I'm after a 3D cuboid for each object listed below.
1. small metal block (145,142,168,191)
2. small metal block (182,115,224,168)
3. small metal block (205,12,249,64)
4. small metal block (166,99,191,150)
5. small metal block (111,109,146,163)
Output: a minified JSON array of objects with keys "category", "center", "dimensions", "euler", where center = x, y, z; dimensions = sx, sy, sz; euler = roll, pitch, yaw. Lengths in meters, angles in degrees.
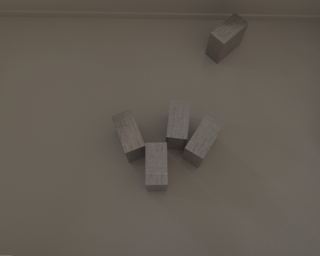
[{"category":"small metal block","center":[-0.004,0.049,0.379],"dimensions":[0.025,0.050,0.050],"euler":[-1,70,-1]},{"category":"small metal block","center":[0.053,0.018,0.390],"dimensions":[0.025,0.050,0.050],"euler":[31,73,10]},{"category":"small metal block","center":[0.095,-0.128,0.444],"dimensions":[0.050,0.050,0.025],"euler":[-42,76,-14]},{"category":"small metal block","center":[0.023,-0.003,0.398],"dimensions":[0.025,0.050,0.050],"euler":[6,70,2]},{"category":"small metal block","center":[-0.038,0.012,0.392],"dimensions":[0.025,0.050,0.050],"euler":[-21,72,-7]}]
